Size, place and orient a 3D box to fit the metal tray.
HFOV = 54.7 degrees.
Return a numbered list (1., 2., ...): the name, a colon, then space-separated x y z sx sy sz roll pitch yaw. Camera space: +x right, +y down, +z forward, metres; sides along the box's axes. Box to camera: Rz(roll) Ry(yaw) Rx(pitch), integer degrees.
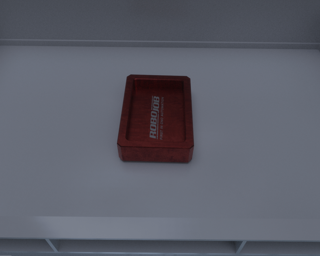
1. metal tray: -0.004 -0.017 0.412 0.091 0.030 0.130 2 50 0
